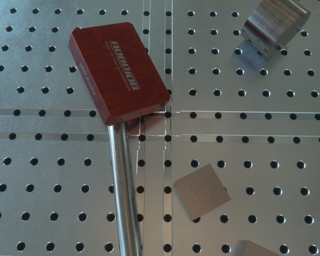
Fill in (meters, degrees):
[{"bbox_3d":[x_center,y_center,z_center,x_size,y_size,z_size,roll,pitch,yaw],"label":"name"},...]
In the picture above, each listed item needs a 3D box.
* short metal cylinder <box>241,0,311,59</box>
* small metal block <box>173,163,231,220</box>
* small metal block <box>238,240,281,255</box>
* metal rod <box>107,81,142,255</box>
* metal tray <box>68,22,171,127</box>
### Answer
[{"bbox_3d":[0.162,-0.145,0.438,0.080,0.080,0.050,-39,75,-13],"label":"short metal cylinder"},{"bbox_3d":[0.051,0.079,0.383,0.050,0.025,0.050,-26,72,-10],"label":"small metal block"},{"bbox_3d":[0.113,0.164,0.353,0.050,0.025,0.050,25,72,8],"label":"small metal block"},{"bbox_3d":[-0.053,0.023,0.402,0.025,0.025,0.299,-8,70,-3],"label":"metal rod"},{"bbox_3d":[-0.054,-0.075,0.413,0.091,0.030,0.130,-20,76,-30],"label":"metal tray"}]
